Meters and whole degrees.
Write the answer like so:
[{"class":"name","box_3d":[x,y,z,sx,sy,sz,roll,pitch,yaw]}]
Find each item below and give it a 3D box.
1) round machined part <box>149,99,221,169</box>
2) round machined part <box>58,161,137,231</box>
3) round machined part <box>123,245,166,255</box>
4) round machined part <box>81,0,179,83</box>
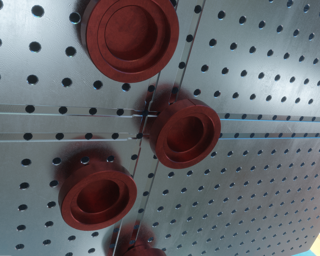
[{"class":"round machined part","box_3d":[0.030,0.004,0.421,0.099,0.042,0.097,-14,125,-21]},{"class":"round machined part","box_3d":[-0.083,0.084,0.408,0.099,0.042,0.097,-14,125,-21]},{"class":"round machined part","box_3d":[-0.033,0.242,0.534,0.099,0.042,0.097,-14,125,-21]},{"class":"round machined part","box_3d":[-0.033,-0.100,0.322,0.099,0.042,0.097,-14,125,-21]}]
